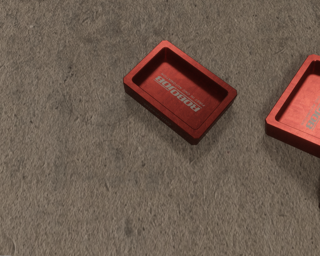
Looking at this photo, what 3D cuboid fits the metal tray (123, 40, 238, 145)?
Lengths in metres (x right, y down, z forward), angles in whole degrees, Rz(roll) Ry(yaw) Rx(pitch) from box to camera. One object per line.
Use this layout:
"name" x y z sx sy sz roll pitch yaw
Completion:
"metal tray" 0.026 -0.050 0.424 0.130 0.030 0.090 39 74 12

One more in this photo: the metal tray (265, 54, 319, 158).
"metal tray" 0.209 -0.031 0.403 0.090 0.030 0.130 28 71 31
